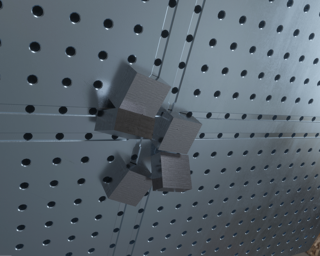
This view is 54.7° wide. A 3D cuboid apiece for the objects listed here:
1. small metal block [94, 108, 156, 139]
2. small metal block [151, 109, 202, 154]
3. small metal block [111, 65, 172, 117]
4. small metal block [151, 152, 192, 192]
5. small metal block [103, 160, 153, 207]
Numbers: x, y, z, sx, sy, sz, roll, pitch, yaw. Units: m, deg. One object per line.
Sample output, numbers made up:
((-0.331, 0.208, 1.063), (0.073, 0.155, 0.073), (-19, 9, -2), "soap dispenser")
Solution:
((-0.042, -0.004, 0.367), (0.050, 0.050, 0.025), (16, 79, -35), "small metal block")
((0.023, 0.006, 0.429), (0.050, 0.025, 0.050), (12, 112, -34), "small metal block")
((-0.023, -0.041, 0.375), (0.050, 0.025, 0.050), (17, 109, -36), "small metal block")
((0.016, 0.064, 0.442), (0.050, 0.050, 0.025), (10, 154, -33), "small metal block")
((-0.043, 0.079, 0.438), (0.050, 0.025, 0.050), (29, 102, -38), "small metal block")
